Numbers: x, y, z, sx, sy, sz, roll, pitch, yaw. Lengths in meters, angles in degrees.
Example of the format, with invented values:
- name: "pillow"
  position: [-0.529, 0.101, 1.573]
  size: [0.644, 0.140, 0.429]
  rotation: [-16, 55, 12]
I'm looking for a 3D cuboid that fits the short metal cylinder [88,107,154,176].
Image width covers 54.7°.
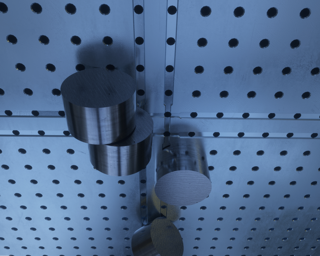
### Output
- name: "short metal cylinder"
  position: [-0.050, 0.013, 0.386]
  size: [0.081, 0.080, 0.050]
  rotation: [3, 130, -3]

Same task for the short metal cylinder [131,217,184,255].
- name: "short metal cylinder"
  position: [-0.004, 0.207, 0.552]
  size: [0.080, 0.080, 0.050]
  rotation: [35, 121, -27]

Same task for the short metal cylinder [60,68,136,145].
- name: "short metal cylinder"
  position: [-0.067, -0.027, 0.352]
  size: [0.081, 0.080, 0.050]
  rotation: [2, 130, -2]

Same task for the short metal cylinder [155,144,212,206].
- name: "short metal cylinder"
  position: [0.032, 0.070, 0.456]
  size: [0.081, 0.050, 0.079]
  rotation: [-1, 130, 0]
